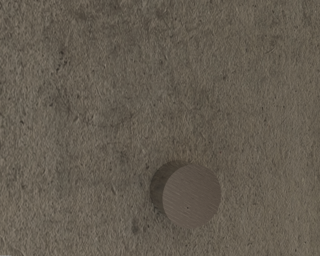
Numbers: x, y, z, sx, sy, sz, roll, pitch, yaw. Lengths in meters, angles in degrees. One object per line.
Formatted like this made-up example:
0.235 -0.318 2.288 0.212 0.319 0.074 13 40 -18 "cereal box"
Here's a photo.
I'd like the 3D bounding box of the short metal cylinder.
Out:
0.032 0.085 0.407 0.081 0.050 0.080 0 90 -20 "short metal cylinder"
